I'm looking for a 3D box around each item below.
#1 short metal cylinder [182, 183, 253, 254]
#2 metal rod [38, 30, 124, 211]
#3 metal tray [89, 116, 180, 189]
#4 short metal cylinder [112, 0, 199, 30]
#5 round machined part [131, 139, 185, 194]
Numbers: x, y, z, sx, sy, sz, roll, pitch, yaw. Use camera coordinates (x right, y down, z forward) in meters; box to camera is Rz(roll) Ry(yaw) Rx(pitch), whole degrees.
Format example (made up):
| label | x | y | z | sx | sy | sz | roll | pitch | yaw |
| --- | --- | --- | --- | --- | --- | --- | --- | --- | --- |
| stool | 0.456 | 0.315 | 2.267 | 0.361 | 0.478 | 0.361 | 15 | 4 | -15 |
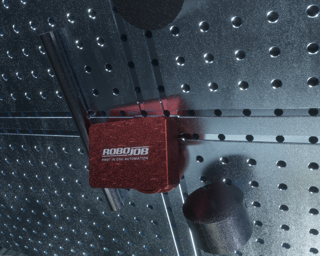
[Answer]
| label | x | y | z | sx | sy | sz | roll | pitch | yaw |
| --- | --- | --- | --- | --- | --- | --- | --- | --- | --- |
| short metal cylinder | 0.076 | 0.116 | 0.408 | 0.080 | 0.080 | 0.050 | -8 | 115 | 31 |
| metal rod | -0.112 | 0.004 | 0.472 | 0.025 | 0.025 | 0.298 | -2 | 118 | 29 |
| metal tray | -0.039 | 0.035 | 0.420 | 0.130 | 0.030 | 0.090 | -6 | 82 | 32 |
| short metal cylinder | -0.003 | -0.143 | 0.308 | 0.080 | 0.050 | 0.079 | 13 | 124 | 21 |
| round machined part | -0.017 | 0.055 | 0.443 | 0.098 | 0.042 | 0.097 | 13 | 124 | 21 |
